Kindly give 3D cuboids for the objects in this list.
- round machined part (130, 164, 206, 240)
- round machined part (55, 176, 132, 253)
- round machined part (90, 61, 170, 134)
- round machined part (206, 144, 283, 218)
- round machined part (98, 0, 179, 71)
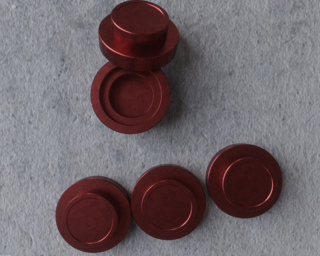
[{"bbox_3d":[0.011,0.098,0.402,0.099,0.042,0.097,0,90,-1],"label":"round machined part"},{"bbox_3d":[-0.086,0.114,0.400,0.099,0.042,0.097,0,90,-1],"label":"round machined part"},{"bbox_3d":[-0.036,-0.041,0.401,0.099,0.042,0.097,0,90,-1],"label":"round machined part"},{"bbox_3d":[0.111,0.070,0.403,0.099,0.042,0.097,0,90,-1],"label":"round machined part"},{"bbox_3d":[-0.025,-0.118,0.377,0.099,0.042,0.098,4,54,-5],"label":"round machined part"}]
